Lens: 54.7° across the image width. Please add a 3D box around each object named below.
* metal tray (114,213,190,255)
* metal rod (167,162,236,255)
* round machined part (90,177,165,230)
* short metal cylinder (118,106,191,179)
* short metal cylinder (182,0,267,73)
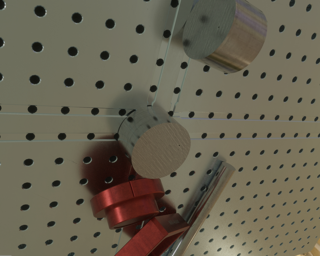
[{"bbox_3d":[-0.010,0.174,0.472,0.090,0.030,0.130,-46,158,4],"label":"metal tray"},{"bbox_3d":[0.051,0.191,0.556,0.025,0.025,0.298,14,111,-34],"label":"metal rod"},{"bbox_3d":[-0.039,0.104,0.413,0.099,0.042,0.098,-17,159,-7],"label":"round machined part"},{"bbox_3d":[-0.008,0.018,0.400,0.081,0.050,0.079,-13,122,-22],"label":"short metal cylinder"},{"bbox_3d":[0.071,-0.107,0.348,0.050,0.080,0.080,14,111,-34],"label":"short metal cylinder"}]
